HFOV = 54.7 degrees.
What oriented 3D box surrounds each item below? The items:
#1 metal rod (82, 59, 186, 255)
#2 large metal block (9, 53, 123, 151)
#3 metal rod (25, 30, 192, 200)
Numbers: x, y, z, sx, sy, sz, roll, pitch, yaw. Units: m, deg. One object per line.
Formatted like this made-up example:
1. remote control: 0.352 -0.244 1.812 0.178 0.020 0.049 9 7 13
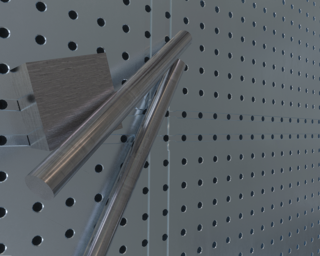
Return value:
1. metal rod: -0.031 0.042 0.383 0.025 0.025 0.300 36 68 -35
2. large metal block: -0.093 -0.028 0.315 0.081 0.050 0.079 -19 103 -38
3. metal rod: -0.026 -0.042 0.330 0.025 0.025 0.301 61 39 -22
